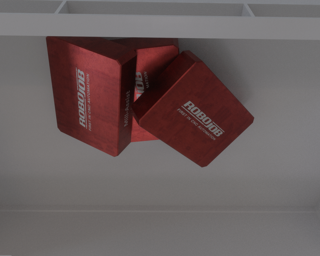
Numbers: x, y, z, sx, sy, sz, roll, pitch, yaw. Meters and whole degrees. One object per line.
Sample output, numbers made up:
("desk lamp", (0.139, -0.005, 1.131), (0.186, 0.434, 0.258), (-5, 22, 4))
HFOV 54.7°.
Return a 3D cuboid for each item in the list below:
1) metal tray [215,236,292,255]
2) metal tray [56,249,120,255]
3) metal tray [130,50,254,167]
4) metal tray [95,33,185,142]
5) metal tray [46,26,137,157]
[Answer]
("metal tray", (0.187, 0.262, 0.632), (0.131, 0.030, 0.089), (5, 130, -5))
("metal tray", (-0.148, 0.293, 0.656), (0.131, 0.030, 0.089), (-1, 130, 0))
("metal tray", (0.042, -0.015, 0.357), (0.090, 0.030, 0.130), (-46, 132, 10))
("metal tray", (-0.018, -0.042, 0.370), (0.090, 0.030, 0.129), (-6, 130, 4))
("metal tray", (-0.076, -0.037, 0.348), (0.090, 0.030, 0.129), (23, 132, 17))
